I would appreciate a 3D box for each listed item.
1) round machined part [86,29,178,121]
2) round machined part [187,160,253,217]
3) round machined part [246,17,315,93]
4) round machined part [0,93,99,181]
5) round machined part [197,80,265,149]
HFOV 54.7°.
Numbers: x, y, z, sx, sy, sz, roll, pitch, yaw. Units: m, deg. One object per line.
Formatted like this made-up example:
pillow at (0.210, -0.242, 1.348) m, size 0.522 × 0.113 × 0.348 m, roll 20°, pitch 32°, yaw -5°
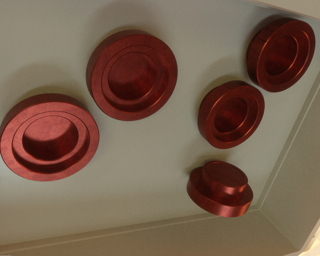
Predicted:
round machined part at (-0.033, -0.060, 0.344) m, size 0.099 × 0.042 × 0.097 m, roll -14°, pitch 125°, yaw -21°
round machined part at (0.093, 0.085, 0.467) m, size 0.099 × 0.098 × 0.042 m, roll -1°, pitch 119°, yaw -28°
round machined part at (0.159, -0.101, 0.424) m, size 0.099 × 0.042 × 0.097 m, roll -14°, pitch 125°, yaw -21°
round machined part at (-0.120, 0.007, 0.337) m, size 0.099 × 0.042 × 0.097 m, roll -14°, pitch 125°, yaw -21°
round machined part at (0.095, -0.022, 0.438) m, size 0.099 × 0.042 × 0.097 m, roll -14°, pitch 125°, yaw -21°
